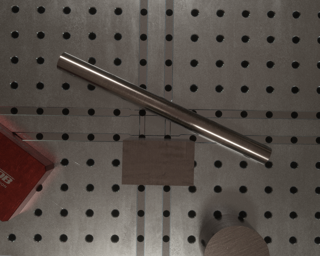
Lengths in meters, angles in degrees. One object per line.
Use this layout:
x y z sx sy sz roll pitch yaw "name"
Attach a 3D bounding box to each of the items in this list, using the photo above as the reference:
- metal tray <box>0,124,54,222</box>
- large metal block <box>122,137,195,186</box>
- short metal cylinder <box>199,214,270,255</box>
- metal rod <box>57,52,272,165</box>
-0.221 0.048 0.408 0.130 0.030 0.090 37 90 -1 "metal tray"
-0.002 0.039 0.386 0.081 0.080 0.050 2 90 -1 "large metal block"
0.094 0.159 0.402 0.081 0.050 0.079 0 90 -1 "short metal cylinder"
0.006 -0.026 0.413 0.301 0.025 0.025 25 90 -1 "metal rod"
